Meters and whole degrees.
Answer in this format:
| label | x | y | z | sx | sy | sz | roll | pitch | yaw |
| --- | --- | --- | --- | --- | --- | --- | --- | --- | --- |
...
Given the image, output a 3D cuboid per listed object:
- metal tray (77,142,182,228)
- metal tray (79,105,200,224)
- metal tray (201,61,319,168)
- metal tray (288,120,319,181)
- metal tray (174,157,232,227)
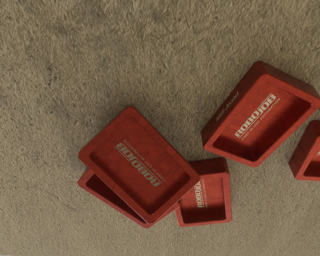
| label | x | y | z | sx | sy | sz | roll | pitch | yaw |
| --- | --- | --- | --- | --- | --- | --- | --- | --- | --- |
| metal tray | -0.043 | 0.086 | 0.451 | 0.130 | 0.030 | 0.090 | 36 | 127 | -11 |
| metal tray | -0.025 | 0.046 | 0.393 | 0.090 | 0.030 | 0.130 | -43 | 101 | 1 |
| metal tray | 0.123 | -0.011 | 0.395 | 0.091 | 0.030 | 0.129 | 21 | 127 | -17 |
| metal tray | 0.263 | 0.037 | 0.437 | 0.131 | 0.030 | 0.089 | 4 | 130 | -4 |
| metal tray | 0.065 | 0.107 | 0.495 | 0.090 | 0.030 | 0.129 | -8 | 130 | 6 |
